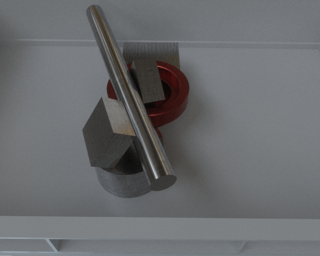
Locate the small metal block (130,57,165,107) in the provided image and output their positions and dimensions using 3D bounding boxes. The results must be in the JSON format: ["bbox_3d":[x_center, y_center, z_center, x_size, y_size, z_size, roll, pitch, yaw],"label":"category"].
[{"bbox_3d":[-0.017,-0.050,0.367,0.025,0.050,0.050,-12,86,-15],"label":"small metal block"}]

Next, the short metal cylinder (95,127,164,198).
[{"bbox_3d":[-0.036,0.033,0.359,0.081,0.050,0.080,0,50,0],"label":"short metal cylinder"}]

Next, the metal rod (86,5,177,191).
[{"bbox_3d":[-0.046,-0.060,0.363,0.025,0.025,0.299,-15,52,-12],"label":"metal rod"}]

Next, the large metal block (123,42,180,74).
[{"bbox_3d":[-0.013,-0.081,0.453,0.081,0.050,0.080,0,50,-1],"label":"large metal block"}]

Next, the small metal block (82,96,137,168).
[{"bbox_3d":[-0.053,0.005,0.314,0.025,0.050,0.050,11,40,-37],"label":"small metal block"}]

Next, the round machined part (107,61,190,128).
[{"bbox_3d":[-0.014,-0.038,0.386,0.099,0.042,0.098,0,50,0],"label":"round machined part"}]
